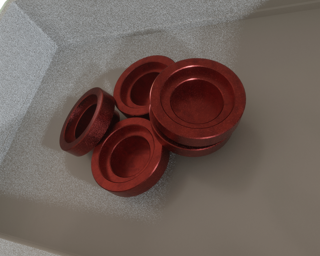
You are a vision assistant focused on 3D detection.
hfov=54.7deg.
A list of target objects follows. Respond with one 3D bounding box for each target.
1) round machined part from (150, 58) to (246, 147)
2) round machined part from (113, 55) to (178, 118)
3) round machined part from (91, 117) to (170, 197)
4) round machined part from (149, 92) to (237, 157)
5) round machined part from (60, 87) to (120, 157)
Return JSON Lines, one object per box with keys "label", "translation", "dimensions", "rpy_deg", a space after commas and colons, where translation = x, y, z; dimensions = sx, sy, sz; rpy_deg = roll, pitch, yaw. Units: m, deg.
{"label": "round machined part", "translation": [0.040, -0.024, 0.337], "dimensions": [0.099, 0.042, 0.098], "rpy_deg": [-1, 64, 3]}
{"label": "round machined part", "translation": [-0.012, -0.049, 0.428], "dimensions": [0.098, 0.042, 0.098], "rpy_deg": [-13, 56, 21]}
{"label": "round machined part", "translation": [-0.033, 0.039, 0.385], "dimensions": [0.098, 0.042, 0.098], "rpy_deg": [-13, 56, 21]}
{"label": "round machined part", "translation": [0.038, -0.011, 0.366], "dimensions": [0.099, 0.042, 0.098], "rpy_deg": [-1, 63, 2]}
{"label": "round machined part", "translation": [-0.093, -0.005, 0.432], "dimensions": [0.098, 0.042, 0.098], "rpy_deg": [-31, 41, 33]}
